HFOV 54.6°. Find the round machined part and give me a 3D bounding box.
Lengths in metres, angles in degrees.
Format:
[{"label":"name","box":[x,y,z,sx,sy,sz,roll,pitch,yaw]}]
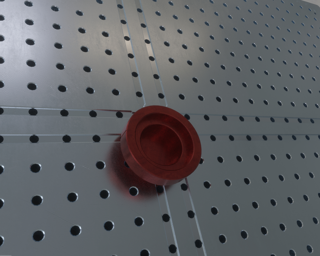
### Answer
[{"label":"round machined part","box":[-0.002,0.024,0.381,0.099,0.042,0.098,13,56,-21]}]
